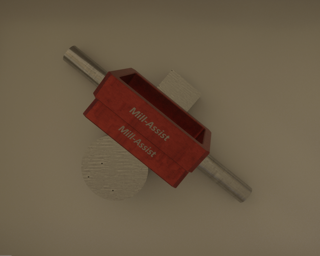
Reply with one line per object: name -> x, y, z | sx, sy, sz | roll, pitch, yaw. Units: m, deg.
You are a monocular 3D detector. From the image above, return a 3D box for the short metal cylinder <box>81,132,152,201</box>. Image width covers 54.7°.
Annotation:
short metal cylinder -> -0.052, 0.045, 0.391 | 0.080, 0.050, 0.079 | 1, 97, 5

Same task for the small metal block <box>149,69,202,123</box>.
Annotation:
small metal block -> 0.019, -0.041, 0.410 | 0.050, 0.025, 0.050 | 41, 90, -1

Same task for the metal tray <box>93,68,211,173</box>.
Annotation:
metal tray -> -0.002, -0.015, 0.352 | 0.130, 0.090, 0.030 | 39, 107, -1

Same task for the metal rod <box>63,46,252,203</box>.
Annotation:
metal rod -> -0.003, -0.005, 0.411 | 0.300, 0.025, 0.025 | 39, 90, -1

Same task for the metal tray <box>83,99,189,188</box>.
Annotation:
metal tray -> -0.024, 0.014, 0.377 | 0.130, 0.090, 0.030 | 39, 90, -1
